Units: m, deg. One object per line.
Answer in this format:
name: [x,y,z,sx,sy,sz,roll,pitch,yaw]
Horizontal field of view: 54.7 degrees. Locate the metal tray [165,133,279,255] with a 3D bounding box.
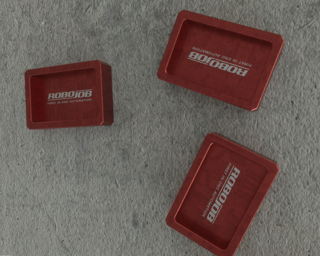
metal tray: [0.074,0.081,0.379,0.090,0.030,0.129,27,99,17]

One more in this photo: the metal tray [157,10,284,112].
metal tray: [0.072,-0.083,0.380,0.130,0.030,0.089,22,97,18]

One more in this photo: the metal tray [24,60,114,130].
metal tray: [-0.134,-0.045,0.453,0.130,0.030,0.089,-3,89,19]
